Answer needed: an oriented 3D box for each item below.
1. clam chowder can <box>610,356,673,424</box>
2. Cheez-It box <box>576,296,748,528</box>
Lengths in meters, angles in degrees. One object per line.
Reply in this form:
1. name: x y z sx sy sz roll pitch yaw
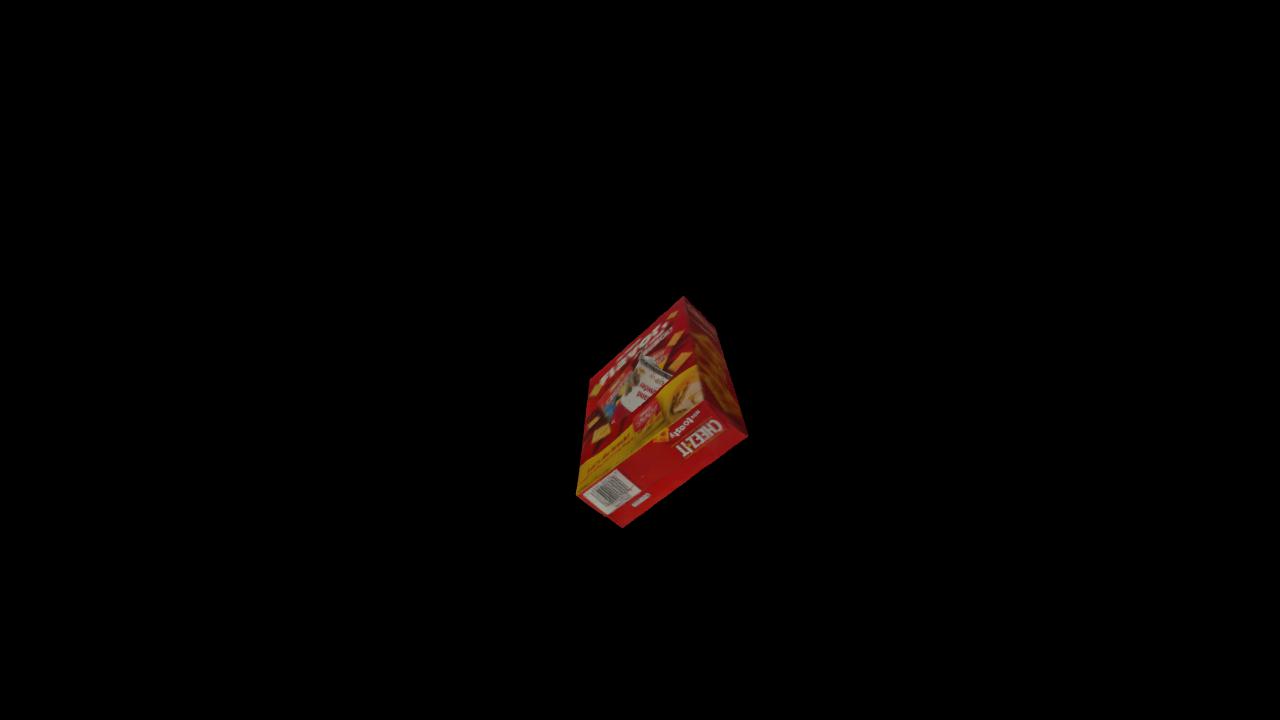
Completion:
1. clam chowder can: 0.010 0.055 0.635 0.068 0.102 0.068 25 8 -4
2. Cheez-It box: 0.016 0.046 0.664 0.166 0.071 0.223 -40 23 19
